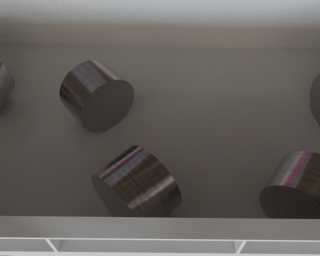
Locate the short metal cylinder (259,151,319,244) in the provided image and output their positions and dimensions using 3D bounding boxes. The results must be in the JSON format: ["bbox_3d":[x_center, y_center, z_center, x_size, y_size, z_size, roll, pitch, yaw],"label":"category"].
[{"bbox_3d":[0.150,0.070,0.313,0.080,0.080,0.050,31,57,23],"label":"short metal cylinder"}]

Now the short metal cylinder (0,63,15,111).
[{"bbox_3d":[-0.245,-0.055,0.413,0.080,0.080,0.050,6,50,4],"label":"short metal cylinder"}]

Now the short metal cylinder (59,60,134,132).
[{"bbox_3d":[-0.081,-0.041,0.403,0.080,0.080,0.050,-33,58,-25],"label":"short metal cylinder"}]

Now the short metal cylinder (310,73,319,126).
[{"bbox_3d":[0.243,-0.038,0.405,0.050,0.080,0.080,-7,51,-6],"label":"short metal cylinder"}]

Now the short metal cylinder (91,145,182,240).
[{"bbox_3d":[-0.025,0.065,0.315,0.050,0.080,0.080,-37,60,-27],"label":"short metal cylinder"}]
